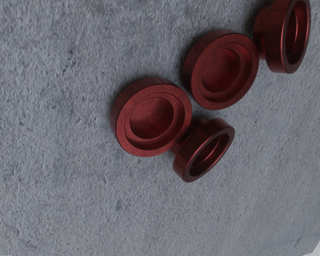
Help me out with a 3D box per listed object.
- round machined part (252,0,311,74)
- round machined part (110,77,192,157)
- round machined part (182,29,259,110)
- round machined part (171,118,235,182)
[{"bbox_3d":[0.151,-0.119,0.388,0.099,0.042,0.097,-19,116,-46],"label":"round machined part"},{"bbox_3d":[-0.014,-0.017,0.378,0.099,0.042,0.097,-14,124,-21],"label":"round machined part"},{"bbox_3d":[0.071,-0.075,0.388,0.099,0.042,0.097,-14,124,-21],"label":"round machined part"},{"bbox_3d":[0.053,0.025,0.426,0.099,0.042,0.097,-34,149,-23],"label":"round machined part"}]
